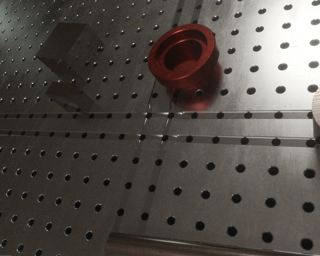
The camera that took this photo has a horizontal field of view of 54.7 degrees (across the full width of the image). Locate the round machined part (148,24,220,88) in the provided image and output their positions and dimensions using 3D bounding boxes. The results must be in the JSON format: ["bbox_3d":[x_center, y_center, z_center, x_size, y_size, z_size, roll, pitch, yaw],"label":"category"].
[{"bbox_3d":[0.036,-0.096,0.436,0.098,0.042,0.098,-13,56,20],"label":"round machined part"}]

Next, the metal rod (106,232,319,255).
[{"bbox_3d":[0.081,0.124,0.289,0.301,0.025,0.025,-3,60,26],"label":"metal rod"}]

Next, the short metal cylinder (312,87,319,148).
[{"bbox_3d":[0.192,-0.009,0.298,0.080,0.050,0.080,-13,56,20],"label":"short metal cylinder"}]

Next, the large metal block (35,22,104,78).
[{"bbox_3d":[-0.164,-0.143,0.563,0.080,0.050,0.080,15,69,33],"label":"large metal block"}]

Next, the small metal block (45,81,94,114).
[{"bbox_3d":[-0.144,-0.049,0.495,0.050,0.050,0.025,10,67,32],"label":"small metal block"}]
